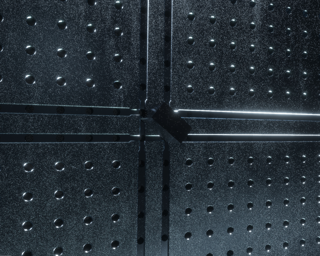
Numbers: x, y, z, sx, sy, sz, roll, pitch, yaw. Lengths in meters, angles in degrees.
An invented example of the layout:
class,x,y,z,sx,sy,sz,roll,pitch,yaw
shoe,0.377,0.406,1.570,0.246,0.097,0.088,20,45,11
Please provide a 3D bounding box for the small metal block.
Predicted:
class,x,y,z,sx,sy,sz,roll,pitch,yaw
small metal block,0.007,-0.006,0.403,0.050,0.050,0.025,42,77,-16
